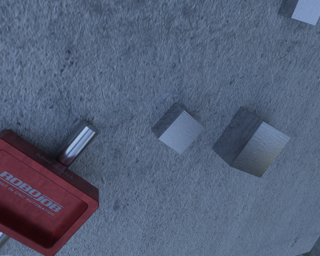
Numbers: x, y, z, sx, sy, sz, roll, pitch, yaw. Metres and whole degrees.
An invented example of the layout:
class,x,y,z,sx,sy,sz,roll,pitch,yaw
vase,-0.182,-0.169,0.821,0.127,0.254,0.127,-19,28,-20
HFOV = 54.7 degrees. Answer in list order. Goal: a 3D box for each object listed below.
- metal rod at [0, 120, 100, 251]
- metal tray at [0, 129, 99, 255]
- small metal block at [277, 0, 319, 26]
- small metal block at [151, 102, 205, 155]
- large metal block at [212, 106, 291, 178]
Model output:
class,x,y,z,sx,sy,sz,roll,pitch,yaw
metal rod,-0.179,0.110,0.378,0.299,0.025,0.025,-49,129,6
metal tray,-0.145,0.075,0.343,0.130,0.030,0.090,40,96,-20
small metal block,0.192,-0.168,0.410,0.050,0.025,0.050,2,117,-30
small metal block,0.025,0.001,0.423,0.050,0.025,0.050,-48,129,6
large metal block,0.143,0.024,0.486,0.080,0.050,0.080,23,106,-37
